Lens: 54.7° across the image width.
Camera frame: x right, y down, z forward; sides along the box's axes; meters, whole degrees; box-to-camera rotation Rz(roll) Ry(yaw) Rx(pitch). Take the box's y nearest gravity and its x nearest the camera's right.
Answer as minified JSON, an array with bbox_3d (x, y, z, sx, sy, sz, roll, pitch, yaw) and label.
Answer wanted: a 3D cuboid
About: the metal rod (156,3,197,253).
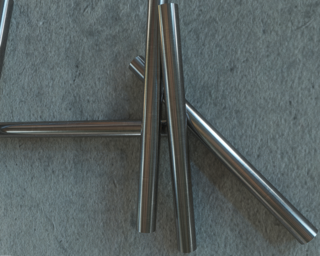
[{"bbox_3d":[0.022,0.006,0.377,0.025,0.025,0.298,-2,98,19],"label":"metal rod"}]

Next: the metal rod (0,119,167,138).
[{"bbox_3d":[-0.123,0.002,0.450,0.301,0.025,0.025,-1,90,19],"label":"metal rod"}]

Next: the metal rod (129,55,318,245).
[{"bbox_3d":[0.068,0.017,0.384,0.300,0.025,0.025,46,104,13],"label":"metal rod"}]

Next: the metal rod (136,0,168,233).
[{"bbox_3d":[-0.010,-0.022,0.383,0.025,0.025,0.298,3,91,19],"label":"metal rod"}]

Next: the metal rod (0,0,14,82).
[{"bbox_3d":[-0.266,-0.058,0.481,0.025,0.025,0.298,5,85,19],"label":"metal rod"}]
